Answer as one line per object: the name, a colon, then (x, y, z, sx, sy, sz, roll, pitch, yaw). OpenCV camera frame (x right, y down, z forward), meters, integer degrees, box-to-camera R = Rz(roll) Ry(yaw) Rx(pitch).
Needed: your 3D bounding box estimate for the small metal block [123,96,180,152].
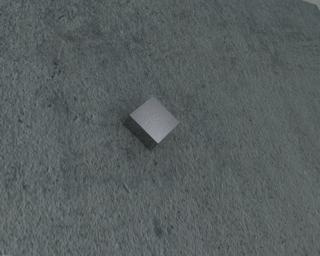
small metal block: (-0.011, -0.006, 0.405, 0.050, 0.025, 0.050, 45, 51, 3)
